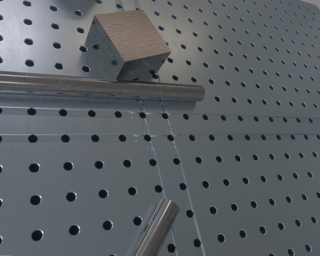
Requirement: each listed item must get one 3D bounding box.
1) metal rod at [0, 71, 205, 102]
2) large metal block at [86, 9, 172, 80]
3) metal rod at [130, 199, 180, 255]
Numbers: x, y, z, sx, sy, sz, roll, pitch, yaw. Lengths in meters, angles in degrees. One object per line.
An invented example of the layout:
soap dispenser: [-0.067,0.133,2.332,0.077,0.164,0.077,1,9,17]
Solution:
metal rod: [-0.072,-0.052,0.401,0.303,0.025,0.025,0,62,-29]
large metal block: [-0.045,-0.116,0.439,0.081,0.050,0.080,-23,74,-36]
metal rod: [-0.054,0.187,0.264,0.025,0.025,0.301,37,51,-4]
